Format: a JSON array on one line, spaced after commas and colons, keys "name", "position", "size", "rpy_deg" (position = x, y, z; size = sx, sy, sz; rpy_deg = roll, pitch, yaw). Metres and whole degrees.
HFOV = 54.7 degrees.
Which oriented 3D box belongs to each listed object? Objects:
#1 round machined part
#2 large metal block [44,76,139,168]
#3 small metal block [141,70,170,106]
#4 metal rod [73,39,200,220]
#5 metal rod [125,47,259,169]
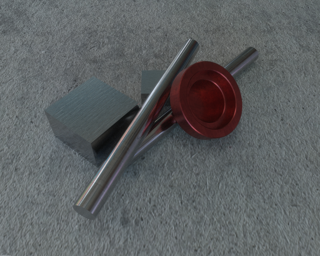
[{"name": "round machined part", "position": [0.055, -0.033, 0.399], "size": [0.099, 0.042, 0.097], "rpy_deg": [5, 79, -28]}, {"name": "large metal block", "position": [-0.082, -0.010, 0.394], "size": [0.080, 0.050, 0.080], "rpy_deg": [32, 57, 23]}, {"name": "small metal block", "position": [-0.001, -0.059, 0.453], "size": [0.050, 0.025, 0.050], "rpy_deg": [-1, 50, -1]}, {"name": "metal rod", "position": [-0.012, -0.022, 0.388], "size": [0.025, 0.025, 0.301], "rpy_deg": [19, 52, 15]}, {"name": "metal rod", "position": [0.047, -0.038, 0.435], "size": [0.025, 0.025, 0.302], "rpy_deg": [36, 58, 26]}]
